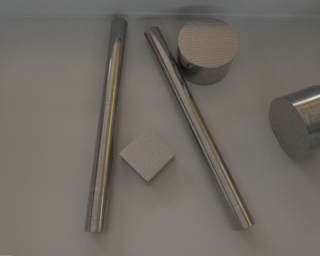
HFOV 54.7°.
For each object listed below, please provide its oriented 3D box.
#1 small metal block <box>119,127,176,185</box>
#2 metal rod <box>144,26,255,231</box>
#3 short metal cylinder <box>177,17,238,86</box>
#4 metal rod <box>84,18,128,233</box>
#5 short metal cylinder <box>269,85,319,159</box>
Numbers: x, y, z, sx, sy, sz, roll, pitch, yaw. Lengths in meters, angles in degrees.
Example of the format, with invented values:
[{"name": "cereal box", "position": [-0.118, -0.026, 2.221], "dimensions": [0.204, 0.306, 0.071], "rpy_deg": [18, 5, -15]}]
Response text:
[{"name": "small metal block", "position": [-0.015, 0.036, 0.396], "dimensions": [0.050, 0.025, 0.050], "rpy_deg": [42, 75, 13]}, {"name": "metal rod", "position": [0.045, -0.012, 0.414], "dimensions": [0.025, 0.025, 0.299], "rpy_deg": [-21, 72, -8]}, {"name": "short metal cylinder", "position": [0.064, -0.107, 0.436], "dimensions": [0.081, 0.050, 0.080], "rpy_deg": [0, 70, 0]}, {"name": "metal rod", "position": [-0.069, -0.018, 0.415], "dimensions": [0.025, 0.025, 0.299], "rpy_deg": [3, 70, 1]}, {"name": "short metal cylinder", "position": [0.181, -0.008, 0.386], "dimensions": [0.050, 0.080, 0.080], "rpy_deg": [-19, 71, -7]}]
